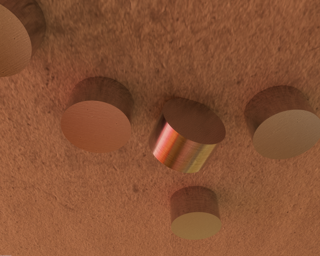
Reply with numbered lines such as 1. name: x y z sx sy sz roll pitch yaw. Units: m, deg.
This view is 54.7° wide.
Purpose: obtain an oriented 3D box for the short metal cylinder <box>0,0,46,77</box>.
1. short metal cylinder: -0.161 -0.098 0.305 0.081 0.050 0.079 0 130 0

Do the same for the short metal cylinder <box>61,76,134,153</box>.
1. short metal cylinder: -0.074 -0.015 0.377 0.081 0.050 0.079 0 130 0

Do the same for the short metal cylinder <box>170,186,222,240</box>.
1. short metal cylinder: 0.058 0.141 0.512 0.081 0.050 0.079 0 130 0

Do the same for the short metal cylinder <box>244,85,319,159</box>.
1. short metal cylinder: 0.151 -0.006 0.388 0.081 0.050 0.079 0 130 0

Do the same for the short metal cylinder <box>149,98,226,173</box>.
1. short metal cylinder: 0.032 0.008 0.379 0.081 0.080 0.050 16 128 -13
